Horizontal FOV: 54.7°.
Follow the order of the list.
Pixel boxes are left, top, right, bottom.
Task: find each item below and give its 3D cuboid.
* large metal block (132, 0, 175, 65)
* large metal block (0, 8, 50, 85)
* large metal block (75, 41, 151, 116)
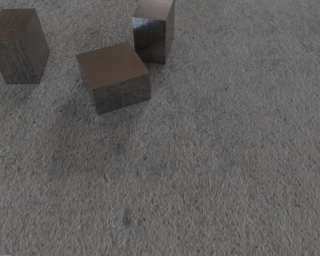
[{"bbox_3d":[-0.008,-0.163,0.504,0.050,0.080,0.080,9,51,7],"label":"large metal block"},{"bbox_3d":[-0.211,-0.123,0.469,0.050,0.080,0.080,-2,50,-1],"label":"large metal block"},{"bbox_3d":[-0.067,-0.073,0.448,0.081,0.050,0.080,-20,53,-16],"label":"large metal block"}]
